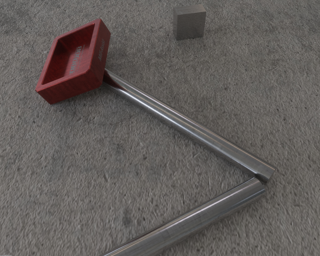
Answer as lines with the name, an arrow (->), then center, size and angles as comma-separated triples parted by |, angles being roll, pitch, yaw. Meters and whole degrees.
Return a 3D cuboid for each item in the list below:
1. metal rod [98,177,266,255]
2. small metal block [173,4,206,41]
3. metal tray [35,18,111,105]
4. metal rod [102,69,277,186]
metal rod -> -0.024, 0.120, 0.301 | 0.302, 0.025, 0.025 | -22, 54, -18
small metal block -> 0.051, -0.185, 0.542 | 0.050, 0.050, 0.025 | -11, 51, -9
metal tray -> -0.125, -0.102, 0.461 | 0.090, 0.030, 0.130 | -16, 47, 18
metal rod -> 0.012, -0.017, 0.417 | 0.300, 0.025, 0.025 | 32, 57, 24
